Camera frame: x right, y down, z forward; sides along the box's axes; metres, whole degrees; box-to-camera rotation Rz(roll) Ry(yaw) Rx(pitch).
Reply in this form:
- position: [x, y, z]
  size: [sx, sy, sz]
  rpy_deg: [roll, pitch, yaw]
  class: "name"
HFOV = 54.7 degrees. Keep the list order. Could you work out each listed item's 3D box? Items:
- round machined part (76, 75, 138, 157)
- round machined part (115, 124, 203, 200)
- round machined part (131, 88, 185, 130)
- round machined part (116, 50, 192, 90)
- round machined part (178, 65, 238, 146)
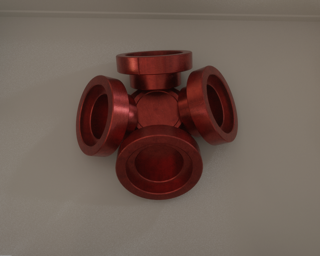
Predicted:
- position: [-0.064, -0.013, 0.383]
  size: [0.042, 0.098, 0.098]
  rpy_deg: [9, 65, -37]
  class: "round machined part"
- position: [-0.001, 0.036, 0.366]
  size: [0.099, 0.097, 0.042]
  rpy_deg: [-1, 34, -1]
  class: "round machined part"
- position: [-0.003, -0.014, 0.403]
  size: [0.099, 0.042, 0.098]
  rpy_deg: [0, 70, -1]
  class: "round machined part"
- position: [-0.007, -0.077, 0.407]
  size: [0.099, 0.098, 0.042]
  rpy_deg: [-3, 108, -2]
  class: "round machined part"
- position: [0.058, -0.025, 0.390]
  size: [0.042, 0.098, 0.098]
  rpy_deg: [-16, 66, 32]
  class: "round machined part"
